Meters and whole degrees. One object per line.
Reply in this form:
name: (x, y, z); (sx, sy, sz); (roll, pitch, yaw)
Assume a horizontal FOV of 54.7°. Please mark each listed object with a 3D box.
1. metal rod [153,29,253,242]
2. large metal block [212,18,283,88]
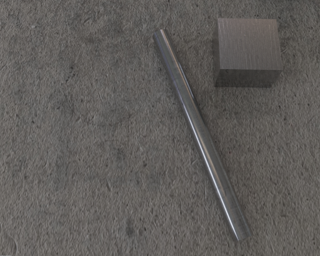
metal rod: (0.049, -0.005, 0.410); (0.025, 0.025, 0.299); (-18, 71, -6)
large metal block: (0.118, -0.104, 0.434); (0.080, 0.050, 0.080); (1, 70, 0)
